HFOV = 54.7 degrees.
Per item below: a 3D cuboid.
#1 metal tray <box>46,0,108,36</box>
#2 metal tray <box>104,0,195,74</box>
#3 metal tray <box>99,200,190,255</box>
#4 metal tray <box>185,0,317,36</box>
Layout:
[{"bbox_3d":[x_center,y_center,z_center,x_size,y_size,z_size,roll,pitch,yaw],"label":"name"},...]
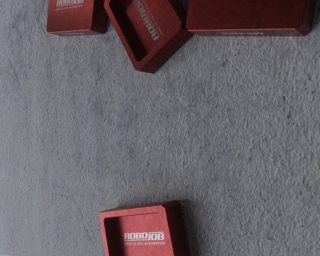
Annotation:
[{"bbox_3d":[-0.138,-0.203,0.516,0.130,0.030,0.089,12,97,39],"label":"metal tray"},{"bbox_3d":[-0.019,-0.150,0.416,0.090,0.030,0.130,-39,66,33],"label":"metal tray"},{"bbox_3d":[-0.024,0.152,0.421,0.130,0.030,0.090,-18,79,38],"label":"metal tray"},{"bbox_3d":[0.093,-0.145,0.325,0.130,0.030,0.089,14,99,39],"label":"metal tray"}]
